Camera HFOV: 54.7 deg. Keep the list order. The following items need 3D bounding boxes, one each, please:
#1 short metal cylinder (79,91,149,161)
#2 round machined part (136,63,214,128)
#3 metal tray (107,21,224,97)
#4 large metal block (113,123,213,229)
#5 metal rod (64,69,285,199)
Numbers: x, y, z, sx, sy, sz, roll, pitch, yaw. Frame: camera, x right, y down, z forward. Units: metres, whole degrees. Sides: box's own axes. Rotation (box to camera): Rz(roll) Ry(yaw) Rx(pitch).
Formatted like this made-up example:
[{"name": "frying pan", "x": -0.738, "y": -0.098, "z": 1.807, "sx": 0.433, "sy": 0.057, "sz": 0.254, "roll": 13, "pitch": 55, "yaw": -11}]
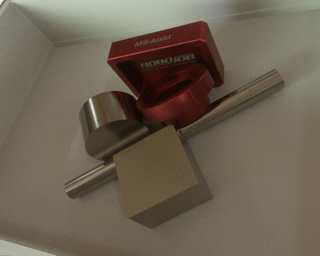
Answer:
[{"name": "short metal cylinder", "x": -0.060, "y": -0.001, "z": 0.399, "sx": 0.080, "sy": 0.080, "sz": 0.050, "roll": -29, "pitch": 52, "yaw": 9}, {"name": "round machined part", "x": 0.023, "y": -0.036, "z": 0.384, "sx": 0.098, "sy": 0.042, "sz": 0.098, "roll": -26, "pitch": 24, "yaw": 13}, {"name": "metal tray", "x": 0.009, "y": -0.083, "z": 0.406, "sx": 0.130, "sy": 0.090, "sz": 0.030, "roll": -6, "pitch": 59, "yaw": 24}, {"name": "large metal block", "x": 0.002, "y": 0.055, "z": 0.350, "sx": 0.080, "sy": 0.050, "sz": 0.080, "roll": -29, "pitch": 52, "yaw": 9}, {"name": "metal rod", "x": 0.011, "y": 0.012, "z": 0.389, "sx": 0.301, "sy": 0.025, "sz": 0.025, "roll": -29, "pitch": 52, "yaw": 9}]
